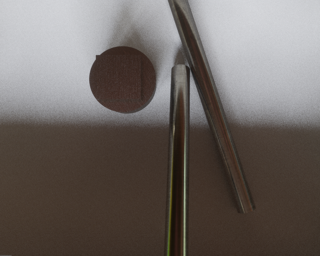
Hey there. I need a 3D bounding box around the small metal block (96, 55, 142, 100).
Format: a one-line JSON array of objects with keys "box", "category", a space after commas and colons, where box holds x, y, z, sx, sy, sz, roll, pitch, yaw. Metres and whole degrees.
[{"box": [-0.047, -0.058, 0.361, 0.050, 0.025, 0.050, -1, 90, -1], "category": "small metal block"}]

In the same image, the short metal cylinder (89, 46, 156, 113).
[{"box": [-0.045, -0.059, 0.398, 0.081, 0.050, 0.079, 0, 90, -1], "category": "short metal cylinder"}]

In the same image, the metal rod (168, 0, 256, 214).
[{"box": [0.069, -0.033, 0.412, 0.025, 0.025, 0.298, -18, 90, 0], "category": "metal rod"}]

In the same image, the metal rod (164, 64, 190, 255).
[{"box": [0.020, 0.057, 0.350, 0.025, 0.025, 0.299, 3, 65, 0], "category": "metal rod"}]
